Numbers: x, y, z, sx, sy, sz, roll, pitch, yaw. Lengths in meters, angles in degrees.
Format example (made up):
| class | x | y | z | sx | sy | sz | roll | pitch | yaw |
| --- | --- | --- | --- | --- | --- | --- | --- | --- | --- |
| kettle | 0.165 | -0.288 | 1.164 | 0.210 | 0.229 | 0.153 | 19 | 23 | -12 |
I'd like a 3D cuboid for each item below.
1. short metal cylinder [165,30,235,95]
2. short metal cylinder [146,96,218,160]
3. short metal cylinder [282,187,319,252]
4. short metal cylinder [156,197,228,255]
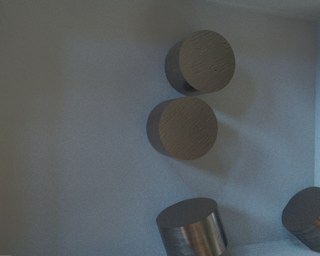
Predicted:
| class | x | y | z | sx | sy | sz | roll | pitch | yaw |
| --- | --- | --- | --- | --- | --- | --- | --- | --- | --- |
| short metal cylinder | 0.053 | -0.085 | 0.416 | 0.081 | 0.050 | 0.080 | 0 | 90 | -20 |
| short metal cylinder | 0.028 | 0.000 | 0.407 | 0.081 | 0.050 | 0.080 | 0 | 90 | -20 |
| short metal cylinder | 0.232 | 0.135 | 0.464 | 0.050 | 0.080 | 0.080 | 41 | 77 | -6 |
| short metal cylinder | 0.041 | 0.130 | 0.396 | 0.081 | 0.080 | 0.050 | -20 | 97 | -19 |
